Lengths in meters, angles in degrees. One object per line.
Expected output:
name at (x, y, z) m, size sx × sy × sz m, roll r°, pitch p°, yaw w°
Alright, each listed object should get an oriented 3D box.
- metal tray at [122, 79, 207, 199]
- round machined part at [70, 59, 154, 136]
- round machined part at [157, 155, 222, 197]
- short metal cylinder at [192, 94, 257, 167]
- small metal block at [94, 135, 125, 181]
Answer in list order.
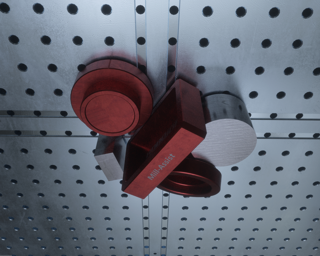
metal tray at (0.001, 0.014, 0.376) m, size 0.030 × 0.090 × 0.129 m, roll 26°, pitch 125°, yaw -21°
round machined part at (-0.057, -0.028, 0.370) m, size 0.099 × 0.042 × 0.097 m, roll 0°, pitch 130°, yaw 0°
round machined part at (0.037, 0.060, 0.432) m, size 0.099 × 0.042 × 0.098 m, roll 9°, pitch 152°, yaw 5°
short metal cylinder at (0.076, 0.004, 0.394) m, size 0.081 × 0.050 × 0.079 m, roll 0°, pitch 130°, yaw 0°
small metal block at (-0.064, 0.035, 0.419) m, size 0.025 × 0.050 × 0.050 m, roll -12°, pitch 129°, yaw 10°
